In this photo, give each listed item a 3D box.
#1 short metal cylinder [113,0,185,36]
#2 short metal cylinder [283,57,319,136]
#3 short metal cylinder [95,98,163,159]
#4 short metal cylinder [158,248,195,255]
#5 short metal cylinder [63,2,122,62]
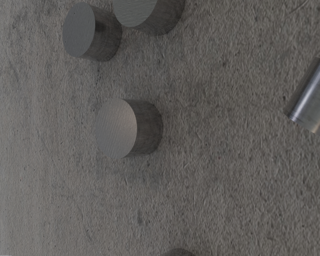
[{"bbox_3d":[-0.015,-0.165,0.401,0.080,0.050,0.080,0,90,40],"label":"short metal cylinder"},{"bbox_3d":[0.149,-0.017,0.246,0.080,0.081,0.050,37,113,34],"label":"short metal cylinder"},{"bbox_3d":[-0.043,0.001,0.424,0.080,0.050,0.080,0,90,40],"label":"short metal cylinder"},{"bbox_3d":[0.015,0.195,0.377,0.080,0.050,0.080,0,90,40],"label":"short metal cylinder"},{"bbox_3d":[-0.105,-0.145,0.475,0.080,0.050,0.080,0,90,40],"label":"short metal cylinder"}]
